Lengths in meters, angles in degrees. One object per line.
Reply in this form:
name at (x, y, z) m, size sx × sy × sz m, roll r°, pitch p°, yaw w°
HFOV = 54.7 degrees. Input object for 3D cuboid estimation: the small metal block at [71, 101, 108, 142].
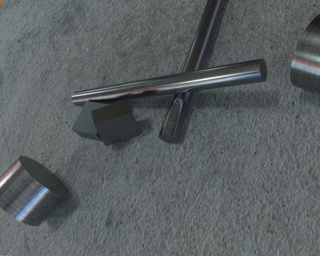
small metal block at (-0.095, -0.010, 0.460) m, size 0.050 × 0.025 × 0.050 m, roll 10°, pitch 66°, yaw 32°

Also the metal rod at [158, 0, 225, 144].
metal rod at (0.057, -0.117, 0.445) m, size 0.025 × 0.025 × 0.300 m, roll 6°, pitch 64°, yaw 31°

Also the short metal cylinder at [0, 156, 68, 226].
short metal cylinder at (-0.170, 0.082, 0.408) m, size 0.050 × 0.080 × 0.080 m, roll -48°, pitch 51°, yaw -5°

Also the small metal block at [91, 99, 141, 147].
small metal block at (-0.058, -0.006, 0.414) m, size 0.050 × 0.050 × 0.025 m, roll -19°, pitch 53°, yaw -4°

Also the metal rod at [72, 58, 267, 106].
metal rod at (-0.012, -0.055, 0.416) m, size 0.300 × 0.025 × 0.025 m, roll -3°, pitch 60°, yaw 36°

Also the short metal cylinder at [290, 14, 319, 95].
short metal cylinder at (0.180, -0.072, 0.319) m, size 0.050 × 0.080 × 0.080 m, roll 31°, pitch 79°, yaw 38°
